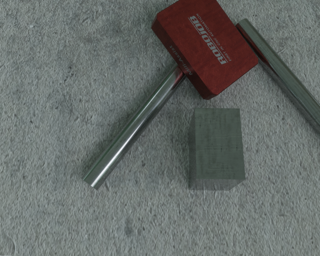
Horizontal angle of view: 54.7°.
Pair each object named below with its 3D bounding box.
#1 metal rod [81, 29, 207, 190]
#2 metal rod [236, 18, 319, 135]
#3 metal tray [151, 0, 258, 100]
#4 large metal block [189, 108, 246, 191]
[{"bbox_3d":[0.001,-0.044,0.424,0.025,0.025,0.300,34,73,11],"label":"metal rod"},{"bbox_3d":[0.199,-0.035,0.423,0.025,0.025,0.299,-30,73,-11],"label":"metal rod"},{"bbox_3d":[0.062,-0.115,0.423,0.090,0.030,0.130,-38,94,-18],"label":"metal tray"},{"bbox_3d":[0.063,0.029,0.369,0.050,0.080,0.080,1,70,0],"label":"large metal block"}]
